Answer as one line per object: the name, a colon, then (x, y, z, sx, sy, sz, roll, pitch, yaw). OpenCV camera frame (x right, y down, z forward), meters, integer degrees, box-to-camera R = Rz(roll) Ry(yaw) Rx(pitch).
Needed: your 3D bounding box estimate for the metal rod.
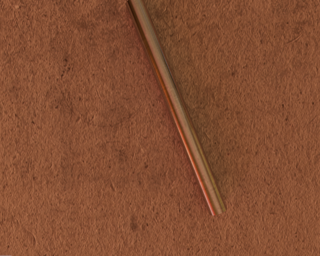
metal rod: (0.022, -0.029, 0.410, 0.025, 0.025, 0.299, -22, 90, 0)
